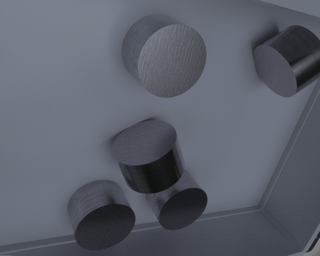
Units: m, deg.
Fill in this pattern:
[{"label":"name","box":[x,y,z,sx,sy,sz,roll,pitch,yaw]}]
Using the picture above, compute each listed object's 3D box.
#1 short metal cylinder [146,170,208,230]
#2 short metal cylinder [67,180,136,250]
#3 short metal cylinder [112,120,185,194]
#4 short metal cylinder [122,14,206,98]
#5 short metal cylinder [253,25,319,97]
[{"label":"short metal cylinder","box":[0.025,0.108,0.472,0.081,0.050,0.079,-14,124,-21]},{"label":"short metal cylinder","box":[-0.080,0.118,0.422,0.081,0.050,0.079,-14,124,-21]},{"label":"short metal cylinder","box":[-0.013,0.035,0.387,0.080,0.080,0.050,-27,128,-12]},{"label":"short metal cylinder","box":[0.004,-0.080,0.345,0.081,0.050,0.079,-14,124,-21]},{"label":"short metal cylinder","box":[0.171,-0.088,0.412,0.050,0.080,0.080,-34,129,-6]}]
